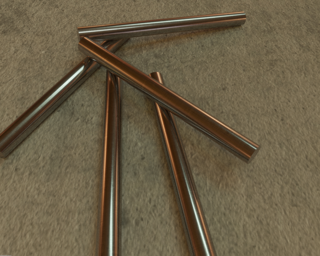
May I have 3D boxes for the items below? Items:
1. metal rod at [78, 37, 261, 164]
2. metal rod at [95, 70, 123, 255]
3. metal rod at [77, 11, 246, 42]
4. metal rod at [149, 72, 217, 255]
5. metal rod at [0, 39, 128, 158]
[{"bbox_3d":[-0.005,-0.049,0.410,0.300,0.025,0.025,36,58,25],"label":"metal rod"},{"bbox_3d":[-0.059,0.030,0.377,0.025,0.025,0.300,-3,50,-3],"label":"metal rod"},{"bbox_3d":[0.013,-0.175,0.530,0.302,0.025,0.025,-12,51,-19],"label":"metal rod"},{"bbox_3d":[0.021,0.038,0.371,0.025,0.025,0.300,-8,51,-7],"label":"metal rod"},{"bbox_3d":[-0.129,-0.073,0.462,0.025,0.025,0.301,22,53,17],"label":"metal rod"}]
